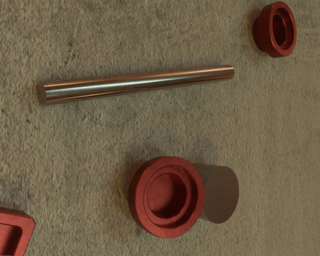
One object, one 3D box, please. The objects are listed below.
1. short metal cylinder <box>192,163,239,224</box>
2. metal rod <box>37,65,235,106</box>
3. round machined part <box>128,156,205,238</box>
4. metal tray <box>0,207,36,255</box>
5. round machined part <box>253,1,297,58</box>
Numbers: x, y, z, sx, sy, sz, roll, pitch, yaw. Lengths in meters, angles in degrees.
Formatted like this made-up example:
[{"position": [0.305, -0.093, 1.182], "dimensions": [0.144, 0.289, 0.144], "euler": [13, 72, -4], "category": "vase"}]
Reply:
[{"position": [0.070, 0.093, 0.450], "dimensions": [0.081, 0.050, 0.079], "euler": [0, 91, -40], "category": "short metal cylinder"}, {"position": [-0.004, -0.062, 0.403], "dimensions": [0.302, 0.025, 0.025], "euler": [-14, 99, -39], "category": "metal rod"}, {"position": [0.005, 0.084, 0.391], "dimensions": [0.099, 0.042, 0.097], "euler": [2, 86, -28], "category": "round machined part"}, {"position": [-0.182, 0.103, 0.249], "dimensions": [0.131, 0.030, 0.090], "euler": [27, 73, -37], "category": "metal tray"}, {"position": [0.209, -0.178, 0.572], "dimensions": [0.099, 0.042, 0.097], "euler": [0, 90, -40], "category": "round machined part"}]
